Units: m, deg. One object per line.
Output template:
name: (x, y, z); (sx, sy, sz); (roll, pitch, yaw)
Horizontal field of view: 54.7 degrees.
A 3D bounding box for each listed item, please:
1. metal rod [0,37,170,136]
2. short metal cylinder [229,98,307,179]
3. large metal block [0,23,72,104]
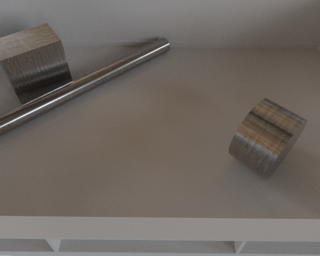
metal rod: (-0.107, -0.068, 0.460); (0.302, 0.025, 0.025); (-32, 57, -25)
short metal cylinder: (0.125, 0.012, 0.361); (0.050, 0.080, 0.080); (36, 58, 26)
large metal block: (-0.180, -0.091, 0.444); (0.081, 0.080, 0.050); (-28, 56, -22)
